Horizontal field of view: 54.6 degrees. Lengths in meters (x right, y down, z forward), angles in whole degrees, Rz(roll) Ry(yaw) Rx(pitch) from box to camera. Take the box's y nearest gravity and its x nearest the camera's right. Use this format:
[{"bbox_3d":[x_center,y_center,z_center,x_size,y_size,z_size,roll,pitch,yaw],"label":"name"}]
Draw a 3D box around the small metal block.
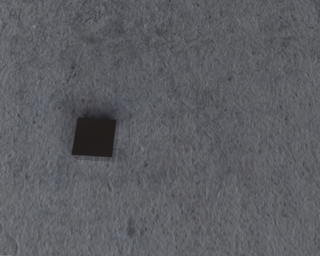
[{"bbox_3d":[-0.083,0.015,0.402,0.050,0.025,0.050,3,70,1],"label":"small metal block"}]
